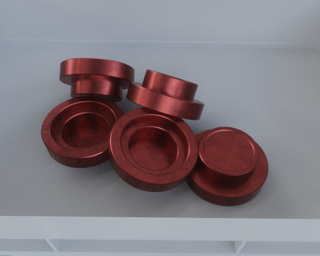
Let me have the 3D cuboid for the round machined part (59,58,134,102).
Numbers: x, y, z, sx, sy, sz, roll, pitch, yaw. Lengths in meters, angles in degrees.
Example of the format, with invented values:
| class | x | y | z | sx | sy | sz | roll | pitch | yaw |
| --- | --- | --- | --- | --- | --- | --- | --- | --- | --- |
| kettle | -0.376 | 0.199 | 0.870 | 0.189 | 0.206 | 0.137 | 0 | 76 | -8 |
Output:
| class | x | y | z | sx | sy | sz | roll | pitch | yaw |
| --- | --- | --- | --- | --- | --- | --- | --- | --- | --- |
| round machined part | -0.085 | -0.060 | 0.418 | 0.099 | 0.098 | 0.042 | 2 | 86 | 1 |

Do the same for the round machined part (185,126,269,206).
| class | x | y | z | sx | sy | sz | roll | pitch | yaw |
| --- | --- | --- | --- | --- | --- | --- | --- | --- | --- |
| round machined part | 0.077 | 0.037 | 0.361 | 0.099 | 0.042 | 0.098 | 0 | 50 | 0 |

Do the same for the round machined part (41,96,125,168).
| class | x | y | z | sx | sy | sz | roll | pitch | yaw |
| --- | --- | --- | --- | --- | --- | --- | --- | --- | --- |
| round machined part | -0.090 | 0.009 | 0.382 | 0.099 | 0.042 | 0.098 | 0 | 50 | 0 |

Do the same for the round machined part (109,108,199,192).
| class | x | y | z | sx | sy | sz | roll | pitch | yaw |
| --- | --- | --- | --- | --- | --- | --- | --- | --- | --- |
| round machined part | -0.009 | 0.028 | 0.353 | 0.099 | 0.042 | 0.098 | 8 | 55 | -11 |

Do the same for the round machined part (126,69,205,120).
| class | x | y | z | sx | sy | sz | roll | pitch | yaw |
| --- | --- | --- | --- | --- | --- | --- | --- | --- | --- |
| round machined part | 0.010 | -0.045 | 0.395 | 0.099 | 0.042 | 0.098 | 16 | 10 | -3 |
